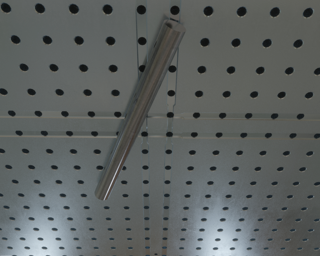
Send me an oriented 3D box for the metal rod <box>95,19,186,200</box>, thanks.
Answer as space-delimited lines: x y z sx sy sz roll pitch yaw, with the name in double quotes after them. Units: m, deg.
-0.039 0.000 0.410 0.025 0.025 0.298 17 128 -14 "metal rod"
